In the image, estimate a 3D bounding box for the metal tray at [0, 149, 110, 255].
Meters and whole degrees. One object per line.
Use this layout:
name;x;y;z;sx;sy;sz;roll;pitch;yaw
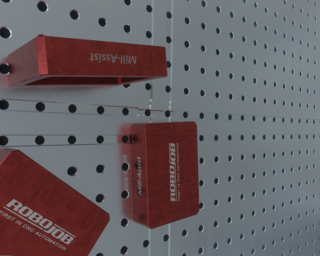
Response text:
metal tray;-0.123;0.092;0.303;0.130;0.030;0.090;46;62;-30

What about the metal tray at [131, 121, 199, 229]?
metal tray;0.009;0.057;0.413;0.091;0.030;0.129;-3;92;-40

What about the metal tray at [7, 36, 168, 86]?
metal tray;-0.069;-0.061;0.308;0.131;0.090;0.030;-7;95;-40
